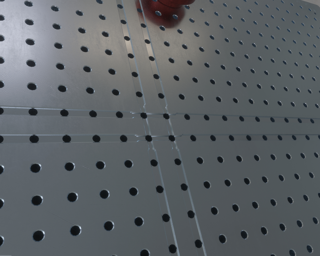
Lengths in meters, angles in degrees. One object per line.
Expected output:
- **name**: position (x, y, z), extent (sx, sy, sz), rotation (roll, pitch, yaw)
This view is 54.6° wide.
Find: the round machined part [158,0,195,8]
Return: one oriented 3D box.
- **round machined part**: position (0.023, -0.261, 0.568), extent (0.099, 0.042, 0.098), rotation (13, 56, -21)
